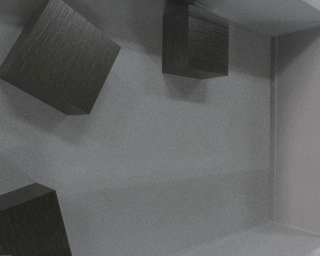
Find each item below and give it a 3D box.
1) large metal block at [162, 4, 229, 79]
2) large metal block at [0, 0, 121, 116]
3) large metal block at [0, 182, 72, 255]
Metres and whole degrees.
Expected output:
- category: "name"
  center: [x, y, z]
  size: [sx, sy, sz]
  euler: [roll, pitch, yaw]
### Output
- category: "large metal block"
  center: [0.050, -0.115, 0.432]
  size: [0.081, 0.050, 0.080]
  euler: [1, 89, -40]
- category: "large metal block"
  center: [-0.098, -0.067, 0.308]
  size: [0.080, 0.050, 0.080]
  euler: [34, 69, -35]
- category: "large metal block"
  center: [-0.133, 0.104, 0.279]
  size: [0.081, 0.050, 0.079]
  euler: [-18, 102, -39]
